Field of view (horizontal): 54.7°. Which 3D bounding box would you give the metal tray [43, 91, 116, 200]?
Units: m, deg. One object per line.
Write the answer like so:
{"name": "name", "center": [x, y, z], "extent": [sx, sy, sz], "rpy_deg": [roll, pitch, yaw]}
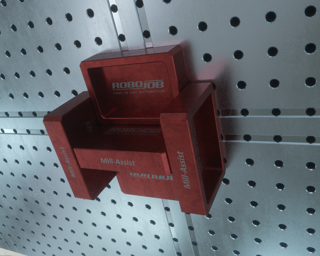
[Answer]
{"name": "metal tray", "center": [-0.100, 0.023, 0.433], "extent": [0.030, 0.090, 0.129], "rpy_deg": [1, 119, 28]}

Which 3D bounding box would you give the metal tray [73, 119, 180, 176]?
{"name": "metal tray", "center": [-0.031, 0.017, 0.392], "extent": [0.130, 0.090, 0.030], "rpy_deg": [1, 119, 27]}

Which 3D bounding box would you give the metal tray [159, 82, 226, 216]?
{"name": "metal tray", "center": [0.043, 0.023, 0.359], "extent": [0.030, 0.090, 0.129], "rpy_deg": [1, 119, 28]}

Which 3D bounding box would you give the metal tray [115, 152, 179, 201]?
{"name": "metal tray", "center": [-0.004, 0.057, 0.442], "extent": [0.130, 0.030, 0.089], "rpy_deg": [1, 119, 27]}

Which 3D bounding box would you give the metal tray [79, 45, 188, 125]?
{"name": "metal tray", "center": [-0.030, -0.050, 0.391], "extent": [0.130, 0.030, 0.089], "rpy_deg": [1, 119, 27]}
